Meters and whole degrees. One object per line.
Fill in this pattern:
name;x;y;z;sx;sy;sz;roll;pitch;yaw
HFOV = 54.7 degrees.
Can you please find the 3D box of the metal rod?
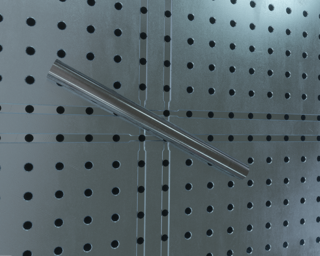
metal rod;-0.002;-0.003;0.413;0.301;0.025;0.025;28;81;-18
